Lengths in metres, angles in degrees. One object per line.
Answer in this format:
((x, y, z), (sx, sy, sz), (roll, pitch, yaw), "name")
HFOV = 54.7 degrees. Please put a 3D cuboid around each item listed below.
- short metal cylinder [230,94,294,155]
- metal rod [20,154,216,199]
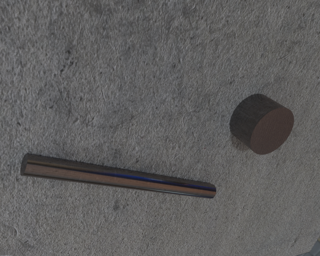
((0.155, -0.006, 0.474), (0.081, 0.050, 0.079), (-14, 125, -21), "short metal cylinder")
((-0.034, 0.074, 0.435), (0.302, 0.025, 0.025), (15, 110, -35), "metal rod")
